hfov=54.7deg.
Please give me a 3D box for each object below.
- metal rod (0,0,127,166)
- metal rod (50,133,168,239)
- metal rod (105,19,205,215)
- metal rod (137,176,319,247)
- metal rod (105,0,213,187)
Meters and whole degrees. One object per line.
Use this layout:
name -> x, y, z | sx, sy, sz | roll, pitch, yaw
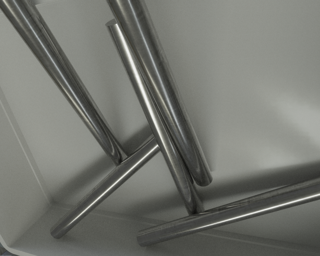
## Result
metal rod -> -0.090, -0.030, 0.353 | 0.025, 0.025, 0.299 | 12, 150, 22
metal rod -> -0.080, 0.089, 0.467 | 0.025, 0.025, 0.299 | 45, 117, -4
metal rod -> 0.008, 0.012, 0.378 | 0.025, 0.025, 0.299 | -2, 128, 29
metal rod -> 0.090, 0.112, 0.405 | 0.300, 0.025, 0.025 | -26, 104, 29
metal rod -> 0.013, -0.018, 0.310 | 0.025, 0.025, 0.299 | 5, 147, 26
